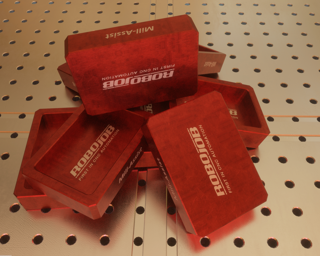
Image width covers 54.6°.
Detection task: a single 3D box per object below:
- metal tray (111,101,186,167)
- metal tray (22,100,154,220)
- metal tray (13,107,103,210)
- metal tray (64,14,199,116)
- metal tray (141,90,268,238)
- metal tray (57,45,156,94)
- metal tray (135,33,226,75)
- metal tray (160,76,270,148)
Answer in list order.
[{"bbox_3d":[-0.017,-0.010,0.412,0.091,0.030,0.130,-2,48,-4],"label":"metal tray"},{"bbox_3d":[-0.072,0.024,0.345,0.090,0.030,0.130,21,53,17],"label":"metal tray"},{"bbox_3d":[-0.114,0.031,0.378,0.091,0.030,0.130,-3,49,-3],"label":"metal tray"},{"bbox_3d":[-0.026,-0.065,0.336,0.131,0.090,0.030,-12,51,-4],"label":"metal tray"},{"bbox_3d":[0.047,0.036,0.331,0.091,0.030,0.130,-23,87,-18],"label":"metal tray"},{"bbox_3d":[-0.077,-0.080,0.450,0.090,0.030,0.130,-38,44,-27],"label":"metal tray"},{"bbox_3d":[0.033,-0.109,0.452,0.090,0.030,0.131,27,22,21],"label":"metal tray"},{"bbox_3d":[0.068,-0.025,0.402,0.131,0.030,0.090,8,48,-16],"label":"metal tray"}]
